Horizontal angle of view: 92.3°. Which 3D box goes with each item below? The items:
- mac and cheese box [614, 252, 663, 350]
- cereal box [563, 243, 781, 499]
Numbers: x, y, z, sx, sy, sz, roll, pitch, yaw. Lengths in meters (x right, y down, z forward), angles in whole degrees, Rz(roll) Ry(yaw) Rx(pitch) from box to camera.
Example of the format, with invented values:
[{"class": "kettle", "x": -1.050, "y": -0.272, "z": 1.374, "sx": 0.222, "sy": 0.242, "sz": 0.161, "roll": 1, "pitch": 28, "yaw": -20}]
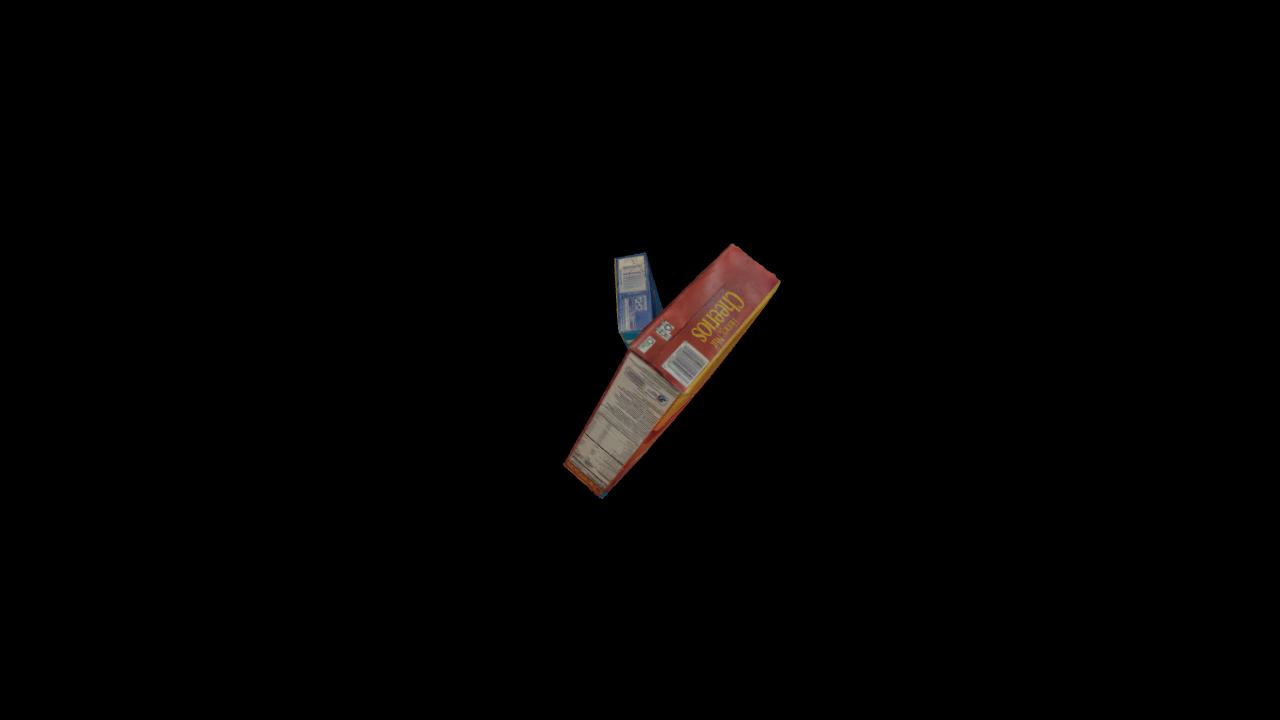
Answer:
[{"class": "mac and cheese box", "x": 0.009, "y": -0.033, "z": 0.701, "sx": 0.041, "sy": 0.093, "sz": 0.184, "roll": -9, "pitch": -25, "yaw": 7}, {"class": "cereal box", "x": 0.026, "y": 0.027, "z": 0.730, "sx": 0.203, "sy": 0.081, "sz": 0.306, "roll": -46, "pitch": -8, "yaw": -35}]
